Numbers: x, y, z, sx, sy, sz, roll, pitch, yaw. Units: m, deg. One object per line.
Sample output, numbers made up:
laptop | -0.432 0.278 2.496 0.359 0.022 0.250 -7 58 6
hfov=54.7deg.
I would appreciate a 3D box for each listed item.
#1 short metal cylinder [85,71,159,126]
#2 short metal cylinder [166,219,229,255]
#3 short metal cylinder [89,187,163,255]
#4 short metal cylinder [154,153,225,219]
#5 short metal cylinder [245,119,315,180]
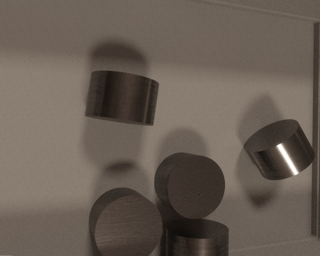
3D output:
short metal cylinder | -0.044 -0.033 0.366 0.081 0.080 0.050 9 87 -20
short metal cylinder | 0.048 0.154 0.401 0.081 0.080 0.050 1 90 -20
short metal cylinder | -0.043 0.118 0.382 0.081 0.050 0.079 0 90 -21
short metal cylinder | 0.039 0.074 0.413 0.081 0.050 0.079 0 90 -21
short metal cylinder | 0.172 0.030 0.447 0.080 0.080 0.050 -37 102 -17
